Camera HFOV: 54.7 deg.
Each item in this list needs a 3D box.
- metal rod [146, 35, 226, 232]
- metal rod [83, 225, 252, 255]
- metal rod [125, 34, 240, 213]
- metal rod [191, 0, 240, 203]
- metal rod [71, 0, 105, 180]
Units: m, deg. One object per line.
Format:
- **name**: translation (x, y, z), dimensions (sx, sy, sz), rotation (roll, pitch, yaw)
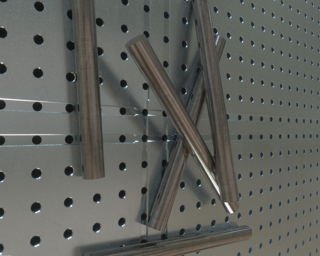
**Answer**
- **metal rod**: translation (0.043, -0.003, 0.447), dimensions (0.025, 0.025, 0.299), rotation (32, 70, -36)
- **metal rod**: translation (0.034, 0.167, 0.440), dimensions (0.302, 0.025, 0.025), rotation (7, 85, -40)
- **metal rod**: translation (0.043, 0.014, 0.411), dimensions (0.025, 0.025, 0.299), rotation (-50, 124, -28)
- **metal rod**: translation (0.077, -0.048, 0.438), dimensions (0.025, 0.025, 0.298), rotation (1, 78, -40)
- **metal rod**: translation (-0.082, -0.093, 0.341), dimensions (0.025, 0.025, 0.298), rotation (-5, 93, -40)
